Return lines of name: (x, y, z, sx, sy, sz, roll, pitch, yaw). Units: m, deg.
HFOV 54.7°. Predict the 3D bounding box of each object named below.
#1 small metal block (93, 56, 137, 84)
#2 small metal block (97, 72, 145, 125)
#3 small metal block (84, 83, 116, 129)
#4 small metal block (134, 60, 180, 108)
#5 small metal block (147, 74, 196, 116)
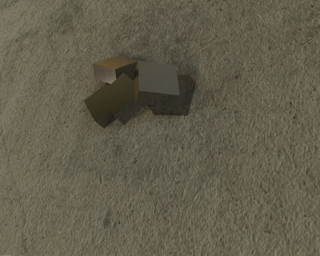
small metal block: (-0.067, -0.090, 0.479, 0.050, 0.025, 0.050, 20, 36, 35)
small metal block: (-0.049, -0.040, 0.421, 0.050, 0.025, 0.050, -44, 51, -3)
small metal block: (-0.080, -0.035, 0.467, 0.050, 0.025, 0.050, -38, 51, 2)
small metal block: (-0.005, -0.056, 0.393, 0.050, 0.025, 0.050, 5, 56, -15)
small metal block: (0.017, -0.044, 0.423, 0.050, 0.025, 0.050, 2, 63, 29)
